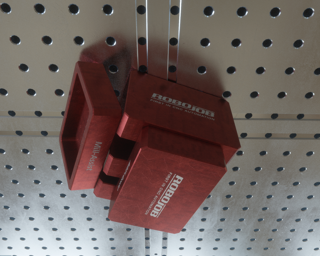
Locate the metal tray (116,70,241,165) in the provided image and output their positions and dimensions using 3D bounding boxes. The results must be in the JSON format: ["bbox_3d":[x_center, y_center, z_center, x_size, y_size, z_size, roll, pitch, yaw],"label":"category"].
[{"bbox_3d":[0.021,-0.013,0.356,0.131,0.090,0.030,16,129,-13],"label":"metal tray"}]

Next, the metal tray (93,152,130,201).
[{"bbox_3d":[-0.017,0.062,0.421,0.131,0.090,0.030,16,128,-14],"label":"metal tray"}]

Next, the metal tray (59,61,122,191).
[{"bbox_3d":[-0.087,0.000,0.364,0.030,0.090,0.129,1,134,-30],"label":"metal tray"}]

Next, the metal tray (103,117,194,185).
[{"bbox_3d":[0.000,0.029,0.392,0.131,0.090,0.030,15,127,-14],"label":"metal tray"}]

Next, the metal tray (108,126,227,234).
[{"bbox_3d":[0.003,0.064,0.343,0.091,0.030,0.129,16,128,-13],"label":"metal tray"}]
